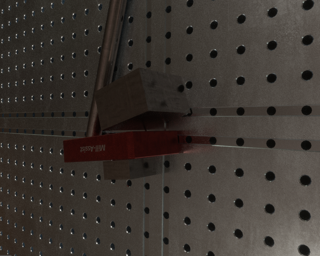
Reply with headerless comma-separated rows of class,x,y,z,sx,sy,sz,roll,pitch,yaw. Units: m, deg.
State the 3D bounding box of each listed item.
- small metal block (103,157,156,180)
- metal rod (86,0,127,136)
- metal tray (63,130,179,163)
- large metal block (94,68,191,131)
small metal block,-0.042,0.055,0.425,0.050,0.050,0.025,-8,85,39
metal rod,-0.076,-0.121,0.469,0.025,0.025,0.298,20,103,38
metal tray,-0.053,0.025,0.408,0.130,0.091,0.030,-8,85,39
large metal block,-0.022,-0.032,0.389,0.080,0.081,0.050,-20,78,38
